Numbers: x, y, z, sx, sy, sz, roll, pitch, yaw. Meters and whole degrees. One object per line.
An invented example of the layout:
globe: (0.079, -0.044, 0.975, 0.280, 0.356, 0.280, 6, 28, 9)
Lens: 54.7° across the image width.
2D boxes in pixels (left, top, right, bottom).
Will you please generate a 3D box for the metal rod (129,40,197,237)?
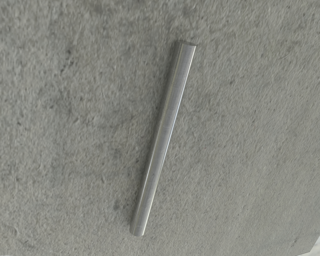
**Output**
metal rod: (-0.002, 0.031, 0.426, 0.025, 0.025, 0.298, 0, 119, -29)
